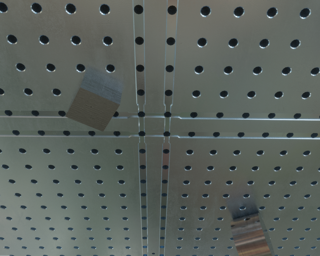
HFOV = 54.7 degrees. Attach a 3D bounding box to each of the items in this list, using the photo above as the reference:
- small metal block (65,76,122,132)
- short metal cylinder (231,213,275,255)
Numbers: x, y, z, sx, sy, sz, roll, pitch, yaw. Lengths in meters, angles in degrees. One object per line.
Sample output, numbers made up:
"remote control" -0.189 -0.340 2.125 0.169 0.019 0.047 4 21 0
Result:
"small metal block" -0.082 -0.029 0.386 0.050 0.025 0.050 24 126 -20
"short metal cylinder" 0.163 0.195 0.545 0.050 0.080 0.080 -22 127 17
